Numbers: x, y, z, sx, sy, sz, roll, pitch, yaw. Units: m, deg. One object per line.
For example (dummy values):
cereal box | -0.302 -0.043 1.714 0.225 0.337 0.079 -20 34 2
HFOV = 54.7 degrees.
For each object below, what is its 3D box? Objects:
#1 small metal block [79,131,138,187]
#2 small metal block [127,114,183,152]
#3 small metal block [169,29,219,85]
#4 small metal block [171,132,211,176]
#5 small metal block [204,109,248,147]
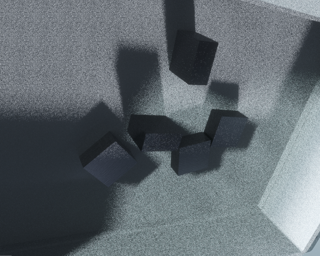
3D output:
small metal block | -0.066 0.041 0.398 0.050 0.025 0.050 -40 130 -1
small metal block | -0.007 0.006 0.392 0.050 0.050 0.025 1 118 -29
small metal block | 0.038 -0.083 0.362 0.025 0.050 0.050 -2 120 -27
small metal block | 0.044 0.038 0.456 0.050 0.025 0.050 -13 124 -21
small metal block | 0.096 0.001 0.461 0.050 0.025 0.050 2 117 -30
